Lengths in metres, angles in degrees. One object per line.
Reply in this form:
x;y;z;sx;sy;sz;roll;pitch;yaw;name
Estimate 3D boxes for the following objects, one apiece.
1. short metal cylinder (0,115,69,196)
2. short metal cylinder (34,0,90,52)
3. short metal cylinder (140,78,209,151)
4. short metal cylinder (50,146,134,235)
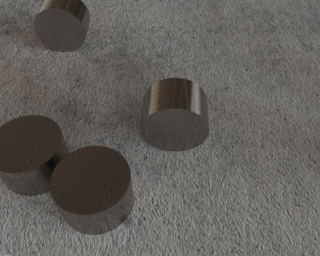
-0.149;0.031;0.360;0.080;0.050;0.080;0;50;0;short metal cylinder
-0.160;-0.174;0.512;0.080;0.080;0.050;0;50;0;short metal cylinder
0.018;-0.015;0.380;0.080;0.080;0.050;2;50;1;short metal cylinder
-0.070;0.066;0.331;0.080;0.050;0.080;0;50;0;short metal cylinder
